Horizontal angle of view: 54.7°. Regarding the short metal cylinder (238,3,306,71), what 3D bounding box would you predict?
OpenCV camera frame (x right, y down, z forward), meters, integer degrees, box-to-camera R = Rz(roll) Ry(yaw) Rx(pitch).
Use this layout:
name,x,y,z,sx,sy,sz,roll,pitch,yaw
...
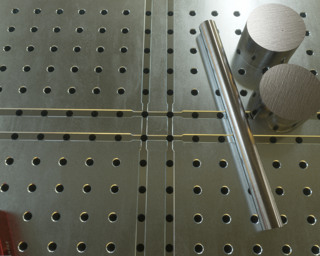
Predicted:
name,x,y,z,sx,sy,sz,roll,pitch,yaw
short metal cylinder,0.159,-0.130,0.447,0.081,0.050,0.080,0,70,0

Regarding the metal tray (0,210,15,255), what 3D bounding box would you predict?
name,x,y,z,sx,sy,sz,roll,pitch,yaw
metal tray,-0.211,0.167,0.346,0.091,0.030,0.130,-20,71,-8

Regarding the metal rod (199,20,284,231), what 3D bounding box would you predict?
name,x,y,z,sx,sy,sz,roll,pitch,yaw
metal rod,0.103,-0.018,0.418,0.025,0.025,0.299,-11,70,-4

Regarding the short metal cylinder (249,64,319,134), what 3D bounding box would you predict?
name,x,y,z,sx,sy,sz,roll,pitch,yaw
short metal cylinder,0.166,-0.038,0.413,0.081,0.050,0.080,0,70,0
